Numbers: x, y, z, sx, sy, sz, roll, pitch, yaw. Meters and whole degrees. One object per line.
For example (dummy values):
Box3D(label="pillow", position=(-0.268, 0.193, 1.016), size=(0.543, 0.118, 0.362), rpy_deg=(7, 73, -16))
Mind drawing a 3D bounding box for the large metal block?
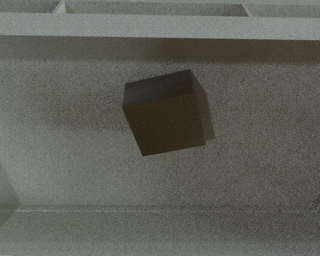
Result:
Box3D(label="large metal block", position=(0.007, -0.017, 0.379), size=(0.080, 0.050, 0.080), rpy_deg=(-11, 130, 9))
